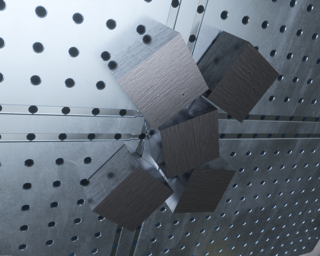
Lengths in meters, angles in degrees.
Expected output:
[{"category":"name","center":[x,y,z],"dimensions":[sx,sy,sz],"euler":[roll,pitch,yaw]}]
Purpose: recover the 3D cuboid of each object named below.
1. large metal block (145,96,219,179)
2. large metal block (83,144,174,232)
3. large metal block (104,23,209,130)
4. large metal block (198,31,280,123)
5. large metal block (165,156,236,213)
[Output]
[{"category":"large metal block","center":[0.031,0.010,0.416],"dimensions":[0.081,0.050,0.080],"euler":[-21,127,-16]},{"category":"large metal block","center":[-0.042,0.083,0.420],"dimensions":[0.080,0.050,0.080],"euler":[-44,129,2]},{"category":"large metal block","center":[-0.003,-0.059,0.356],"dimensions":[0.080,0.050,0.080],"euler":[-38,129,-2]},{"category":"large metal block","center":[0.095,-0.065,0.404],"dimensions":[0.080,0.050,0.080],"euler":[28,103,-40]},{"category":"large metal block","center":[0.056,0.081,0.475],"dimensions":[0.081,0.050,0.080],"euler":[9,114,-33]}]
